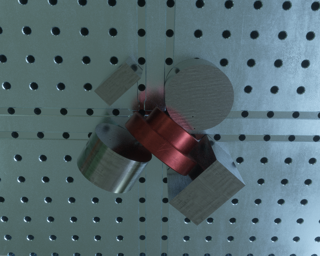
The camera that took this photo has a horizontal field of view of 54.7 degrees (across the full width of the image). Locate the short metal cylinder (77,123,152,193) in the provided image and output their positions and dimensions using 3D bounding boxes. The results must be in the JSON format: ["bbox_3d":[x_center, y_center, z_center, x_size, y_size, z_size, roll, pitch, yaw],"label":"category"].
[{"bbox_3d":[-0.058,0.037,0.397,0.080,0.080,0.050,29,107,-11],"label":"short metal cylinder"}]

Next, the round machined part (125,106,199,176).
[{"bbox_3d":[0.008,0.011,0.379,0.098,0.098,0.042,39,93,-14],"label":"round machined part"}]

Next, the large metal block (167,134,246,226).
[{"bbox_3d":[0.056,0.066,0.410,0.050,0.080,0.080,42,105,-14],"label":"large metal block"}]

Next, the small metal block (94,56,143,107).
[{"bbox_3d":[-0.049,-0.058,0.378,0.050,0.050,0.025,-40,106,13],"label":"small metal block"}]

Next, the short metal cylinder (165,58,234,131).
[{"bbox_3d":[0.046,-0.043,0.384,0.081,0.050,0.079,0,110,-1],"label":"short metal cylinder"}]
